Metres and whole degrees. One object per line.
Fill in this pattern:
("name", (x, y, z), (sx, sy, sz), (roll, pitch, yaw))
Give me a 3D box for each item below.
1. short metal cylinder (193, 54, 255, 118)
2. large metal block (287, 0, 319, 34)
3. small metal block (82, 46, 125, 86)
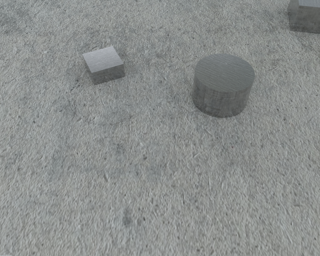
("short metal cylinder", (0.088, -0.060, 0.438), (0.081, 0.050, 0.080), (0, 50, 0))
("large metal block", (0.288, -0.220, 0.573), (0.080, 0.050, 0.080), (9, 51, 7))
("small metal block", (-0.088, -0.098, 0.485), (0.050, 0.025, 0.050), (-20, 53, -16))
